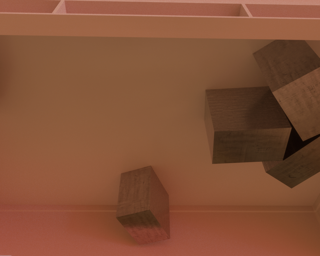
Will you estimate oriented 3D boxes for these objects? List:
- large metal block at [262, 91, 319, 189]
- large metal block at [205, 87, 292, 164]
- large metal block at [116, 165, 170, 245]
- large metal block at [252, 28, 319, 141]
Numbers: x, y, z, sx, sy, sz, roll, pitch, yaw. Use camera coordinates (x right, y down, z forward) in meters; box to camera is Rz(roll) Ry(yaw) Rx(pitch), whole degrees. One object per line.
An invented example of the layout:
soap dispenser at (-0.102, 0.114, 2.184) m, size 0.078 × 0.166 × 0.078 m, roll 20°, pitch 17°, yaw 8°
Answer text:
large metal block at (0.170, 0.015, 0.388) m, size 0.050 × 0.080 × 0.080 m, roll 31°, pitch 123°, yaw -24°
large metal block at (0.099, -0.005, 0.370) m, size 0.080 × 0.080 × 0.050 m, roll -3°, pitch 130°, yaw 2°
large metal block at (-0.023, 0.118, 0.474) m, size 0.050 × 0.080 × 0.080 m, roll -17°, pitch 128°, yaw 13°
large metal block at (0.151, -0.047, 0.335) m, size 0.050 × 0.080 × 0.080 m, roll -30°, pitch 124°, yaw 23°
